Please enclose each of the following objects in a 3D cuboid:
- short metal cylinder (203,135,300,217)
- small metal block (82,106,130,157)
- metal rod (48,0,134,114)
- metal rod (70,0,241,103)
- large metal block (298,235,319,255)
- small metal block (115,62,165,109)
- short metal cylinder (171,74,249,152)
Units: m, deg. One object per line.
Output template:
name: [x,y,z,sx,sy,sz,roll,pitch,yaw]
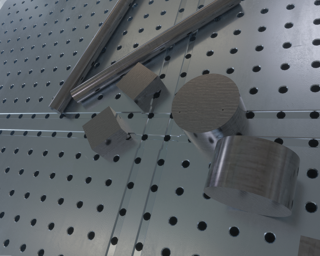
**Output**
short metal cylinder: [0.088,0.048,0.298,0.080,0.080,0.050,6,65,31]
small metal block: [-0.078,0.005,0.447,0.050,0.025,0.050,-36,51,4]
metal rod: [-0.110,-0.157,0.562,0.025,0.025,0.300,15,69,34]
metal rod: [-0.012,-0.127,0.492,0.300,0.025,0.025,-30,52,8]
large metal block: [0.144,0.121,0.223,0.080,0.080,0.050,6,65,31]
small metal block: [-0.030,-0.064,0.463,0.050,0.025,0.050,-46,51,-4]
short metal cylinder: [0.061,-0.018,0.371,0.080,0.050,0.080,-13,56,21]
